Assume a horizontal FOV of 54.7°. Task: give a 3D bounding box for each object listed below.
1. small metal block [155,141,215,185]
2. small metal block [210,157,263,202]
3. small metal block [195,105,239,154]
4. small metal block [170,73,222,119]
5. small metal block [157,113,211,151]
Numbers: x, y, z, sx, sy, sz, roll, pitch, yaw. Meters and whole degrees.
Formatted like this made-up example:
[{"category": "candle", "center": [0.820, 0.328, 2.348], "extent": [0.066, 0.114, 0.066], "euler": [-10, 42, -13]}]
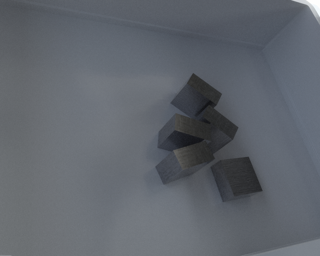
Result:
[{"category": "small metal block", "center": [0.030, 0.043, 0.379], "extent": [0.050, 0.050, 0.025], "euler": [-14, 69, -34]}, {"category": "small metal block", "center": [0.103, 0.069, 0.419], "extent": [0.050, 0.025, 0.050], "euler": [-2, 63, -29]}, {"category": "small metal block", "center": [0.069, 0.004, 0.424], "extent": [0.050, 0.050, 0.025], "euler": [37, 51, -4]}, {"category": "small metal block", "center": [0.051, -0.042, 0.442], "extent": [0.050, 0.050, 0.025], "euler": [35, 51, -5]}, {"category": "small metal block", "center": [0.031, 0.011, 0.399], "extent": [0.050, 0.050, 0.025], "euler": [17, 55, -19]}]
